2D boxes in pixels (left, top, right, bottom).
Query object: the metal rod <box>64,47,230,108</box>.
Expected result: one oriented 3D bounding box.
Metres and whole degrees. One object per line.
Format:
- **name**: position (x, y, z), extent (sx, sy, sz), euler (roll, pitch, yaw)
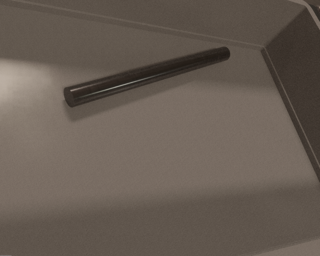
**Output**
- **metal rod**: position (0.003, -0.084, 0.460), extent (0.302, 0.025, 0.025), euler (-23, 75, -37)
